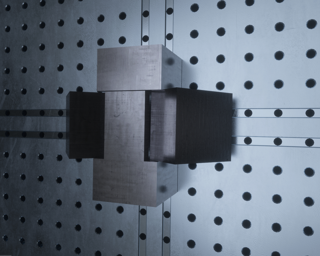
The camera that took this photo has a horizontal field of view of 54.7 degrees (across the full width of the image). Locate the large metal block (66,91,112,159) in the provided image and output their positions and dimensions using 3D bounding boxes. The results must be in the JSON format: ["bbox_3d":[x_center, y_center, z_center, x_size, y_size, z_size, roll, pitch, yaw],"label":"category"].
[{"bbox_3d":[-0.096,-0.004,0.409,0.050,0.080,0.079,0,91,-20],"label":"large metal block"}]

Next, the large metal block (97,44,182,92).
[{"bbox_3d":[-0.023,-0.068,0.389,0.080,0.080,0.050,1,91,19],"label":"large metal block"}]

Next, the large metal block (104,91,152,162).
[{"bbox_3d":[-0.027,-0.002,0.391,0.050,0.080,0.079,1,91,20],"label":"large metal block"}]

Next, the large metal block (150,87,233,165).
[{"bbox_3d":[0.037,-0.002,0.361,0.050,0.081,0.079,1,90,57],"label":"large metal block"}]

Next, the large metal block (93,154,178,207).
[{"bbox_3d":[-0.028,0.061,0.391,0.080,0.080,0.050,1,91,19],"label":"large metal block"}]
